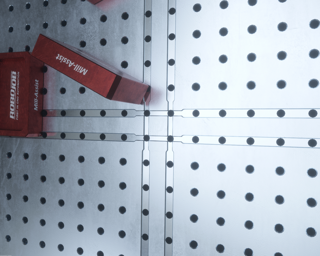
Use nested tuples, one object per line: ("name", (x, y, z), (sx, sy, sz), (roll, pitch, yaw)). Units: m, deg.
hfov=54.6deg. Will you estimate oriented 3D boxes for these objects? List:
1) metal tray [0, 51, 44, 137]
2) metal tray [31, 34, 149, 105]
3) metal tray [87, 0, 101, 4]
("metal tray", (-0.233, -0.052, 0.493), (0.090, 0.030, 0.129), (2, 91, 20))
("metal tray", (-0.089, -0.076, 0.410), (0.130, 0.090, 0.030), (30, 100, 17))
("metal tray", (-0.064, -0.245, 0.432), (0.130, 0.030, 0.090), (-21, 83, 18))
